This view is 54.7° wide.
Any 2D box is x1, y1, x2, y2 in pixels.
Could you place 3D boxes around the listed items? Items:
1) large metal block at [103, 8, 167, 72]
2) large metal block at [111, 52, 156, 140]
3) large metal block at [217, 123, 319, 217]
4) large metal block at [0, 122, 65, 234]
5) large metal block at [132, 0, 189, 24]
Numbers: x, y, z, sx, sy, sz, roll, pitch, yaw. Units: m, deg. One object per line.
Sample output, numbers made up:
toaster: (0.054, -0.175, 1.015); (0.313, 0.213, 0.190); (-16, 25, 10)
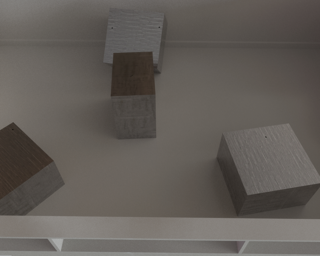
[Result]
large metal block: (-0.035, -0.131, 0.472); (0.080, 0.050, 0.079); (8, 93, 6)
large metal block: (-0.032, -0.042, 0.404); (0.050, 0.080, 0.080); (-3, 50, -2)
large metal block: (0.118, 0.046, 0.351); (0.081, 0.050, 0.080); (-8, 51, -7)
large metal block: (-0.169, 0.052, 0.344); (0.080, 0.050, 0.080); (35, 58, 26)
large metal block: (0.000, -0.241, 0.593); (0.081, 0.050, 0.080); (-22, 54, -18)
